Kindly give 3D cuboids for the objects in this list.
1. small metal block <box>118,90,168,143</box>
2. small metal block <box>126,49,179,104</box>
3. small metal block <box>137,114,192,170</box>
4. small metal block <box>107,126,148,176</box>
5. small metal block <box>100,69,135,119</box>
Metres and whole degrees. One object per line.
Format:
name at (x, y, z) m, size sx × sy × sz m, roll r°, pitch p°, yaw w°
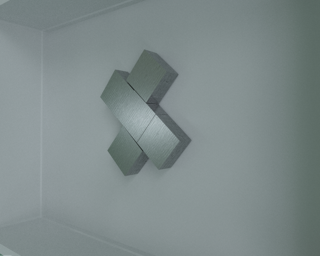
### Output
small metal block at (-0.025, -0.016, 0.424) m, size 0.050 × 0.025 × 0.050 m, roll 49°, pitch 119°, yaw 29°
small metal block at (-0.011, -0.068, 0.413) m, size 0.050 × 0.025 × 0.050 m, roll 49°, pitch 118°, yaw 28°
small metal block at (0.004, 0.018, 0.400) m, size 0.050 × 0.025 × 0.050 m, roll 49°, pitch 119°, yaw 29°
small metal block at (-0.042, 0.032, 0.439) m, size 0.050 × 0.025 × 0.050 m, roll 50°, pitch 120°, yaw 28°
small metal block at (-0.054, -0.048, 0.449) m, size 0.050 × 0.025 × 0.050 m, roll 49°, pitch 119°, yaw 29°
